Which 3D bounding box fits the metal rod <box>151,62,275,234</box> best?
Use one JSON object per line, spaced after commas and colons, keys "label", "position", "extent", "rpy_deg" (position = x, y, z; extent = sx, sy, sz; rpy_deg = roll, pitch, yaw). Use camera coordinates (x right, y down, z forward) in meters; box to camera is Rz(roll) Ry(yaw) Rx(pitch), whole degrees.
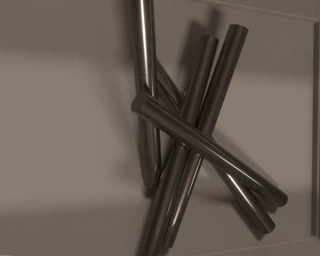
{"label": "metal rod", "position": [0.076, 0.036, 0.440], "extent": [0.025, 0.025, 0.300], "rpy_deg": [-41, 103, -16]}

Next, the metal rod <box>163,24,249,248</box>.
{"label": "metal rod", "position": [0.053, 0.013, 0.405], "extent": [0.025, 0.025, 0.298], "rpy_deg": [17, 94, -20]}

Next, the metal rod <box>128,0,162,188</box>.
{"label": "metal rod", "position": [-0.016, -0.060, 0.341], "extent": [0.025, 0.025, 0.298], "rpy_deg": [-14, 120, -20]}

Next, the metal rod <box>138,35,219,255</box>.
{"label": "metal rod", "position": [0.024, 0.027, 0.395], "extent": [0.025, 0.025, 0.299], "rpy_deg": [17, 87, -20]}

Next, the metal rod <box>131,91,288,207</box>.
{"label": "metal rod", "position": [0.083, 0.042, 0.400], "extent": [0.301, 0.025, 0.025], "rpy_deg": [34, 79, -34]}
